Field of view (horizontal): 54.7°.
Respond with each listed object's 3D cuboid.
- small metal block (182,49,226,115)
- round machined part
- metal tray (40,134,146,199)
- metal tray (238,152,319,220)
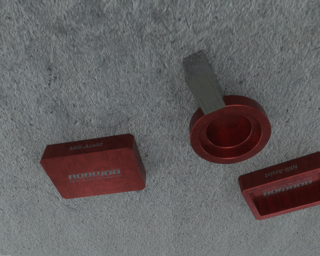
[{"bbox_3d":[0.049,-0.052,0.347,0.025,0.050,0.050,-23,127,18],"label":"small metal block"},{"bbox_3d":[0.086,-0.002,0.395,0.099,0.042,0.097,0,130,0],"label":"round machined part"},{"bbox_3d":[-0.093,0.059,0.453,0.131,0.030,0.090,-8,130,6],"label":"metal tray"},{"bbox_3d":[0.200,0.094,0.486,0.130,0.030,0.090,-21,127,17],"label":"metal tray"}]
